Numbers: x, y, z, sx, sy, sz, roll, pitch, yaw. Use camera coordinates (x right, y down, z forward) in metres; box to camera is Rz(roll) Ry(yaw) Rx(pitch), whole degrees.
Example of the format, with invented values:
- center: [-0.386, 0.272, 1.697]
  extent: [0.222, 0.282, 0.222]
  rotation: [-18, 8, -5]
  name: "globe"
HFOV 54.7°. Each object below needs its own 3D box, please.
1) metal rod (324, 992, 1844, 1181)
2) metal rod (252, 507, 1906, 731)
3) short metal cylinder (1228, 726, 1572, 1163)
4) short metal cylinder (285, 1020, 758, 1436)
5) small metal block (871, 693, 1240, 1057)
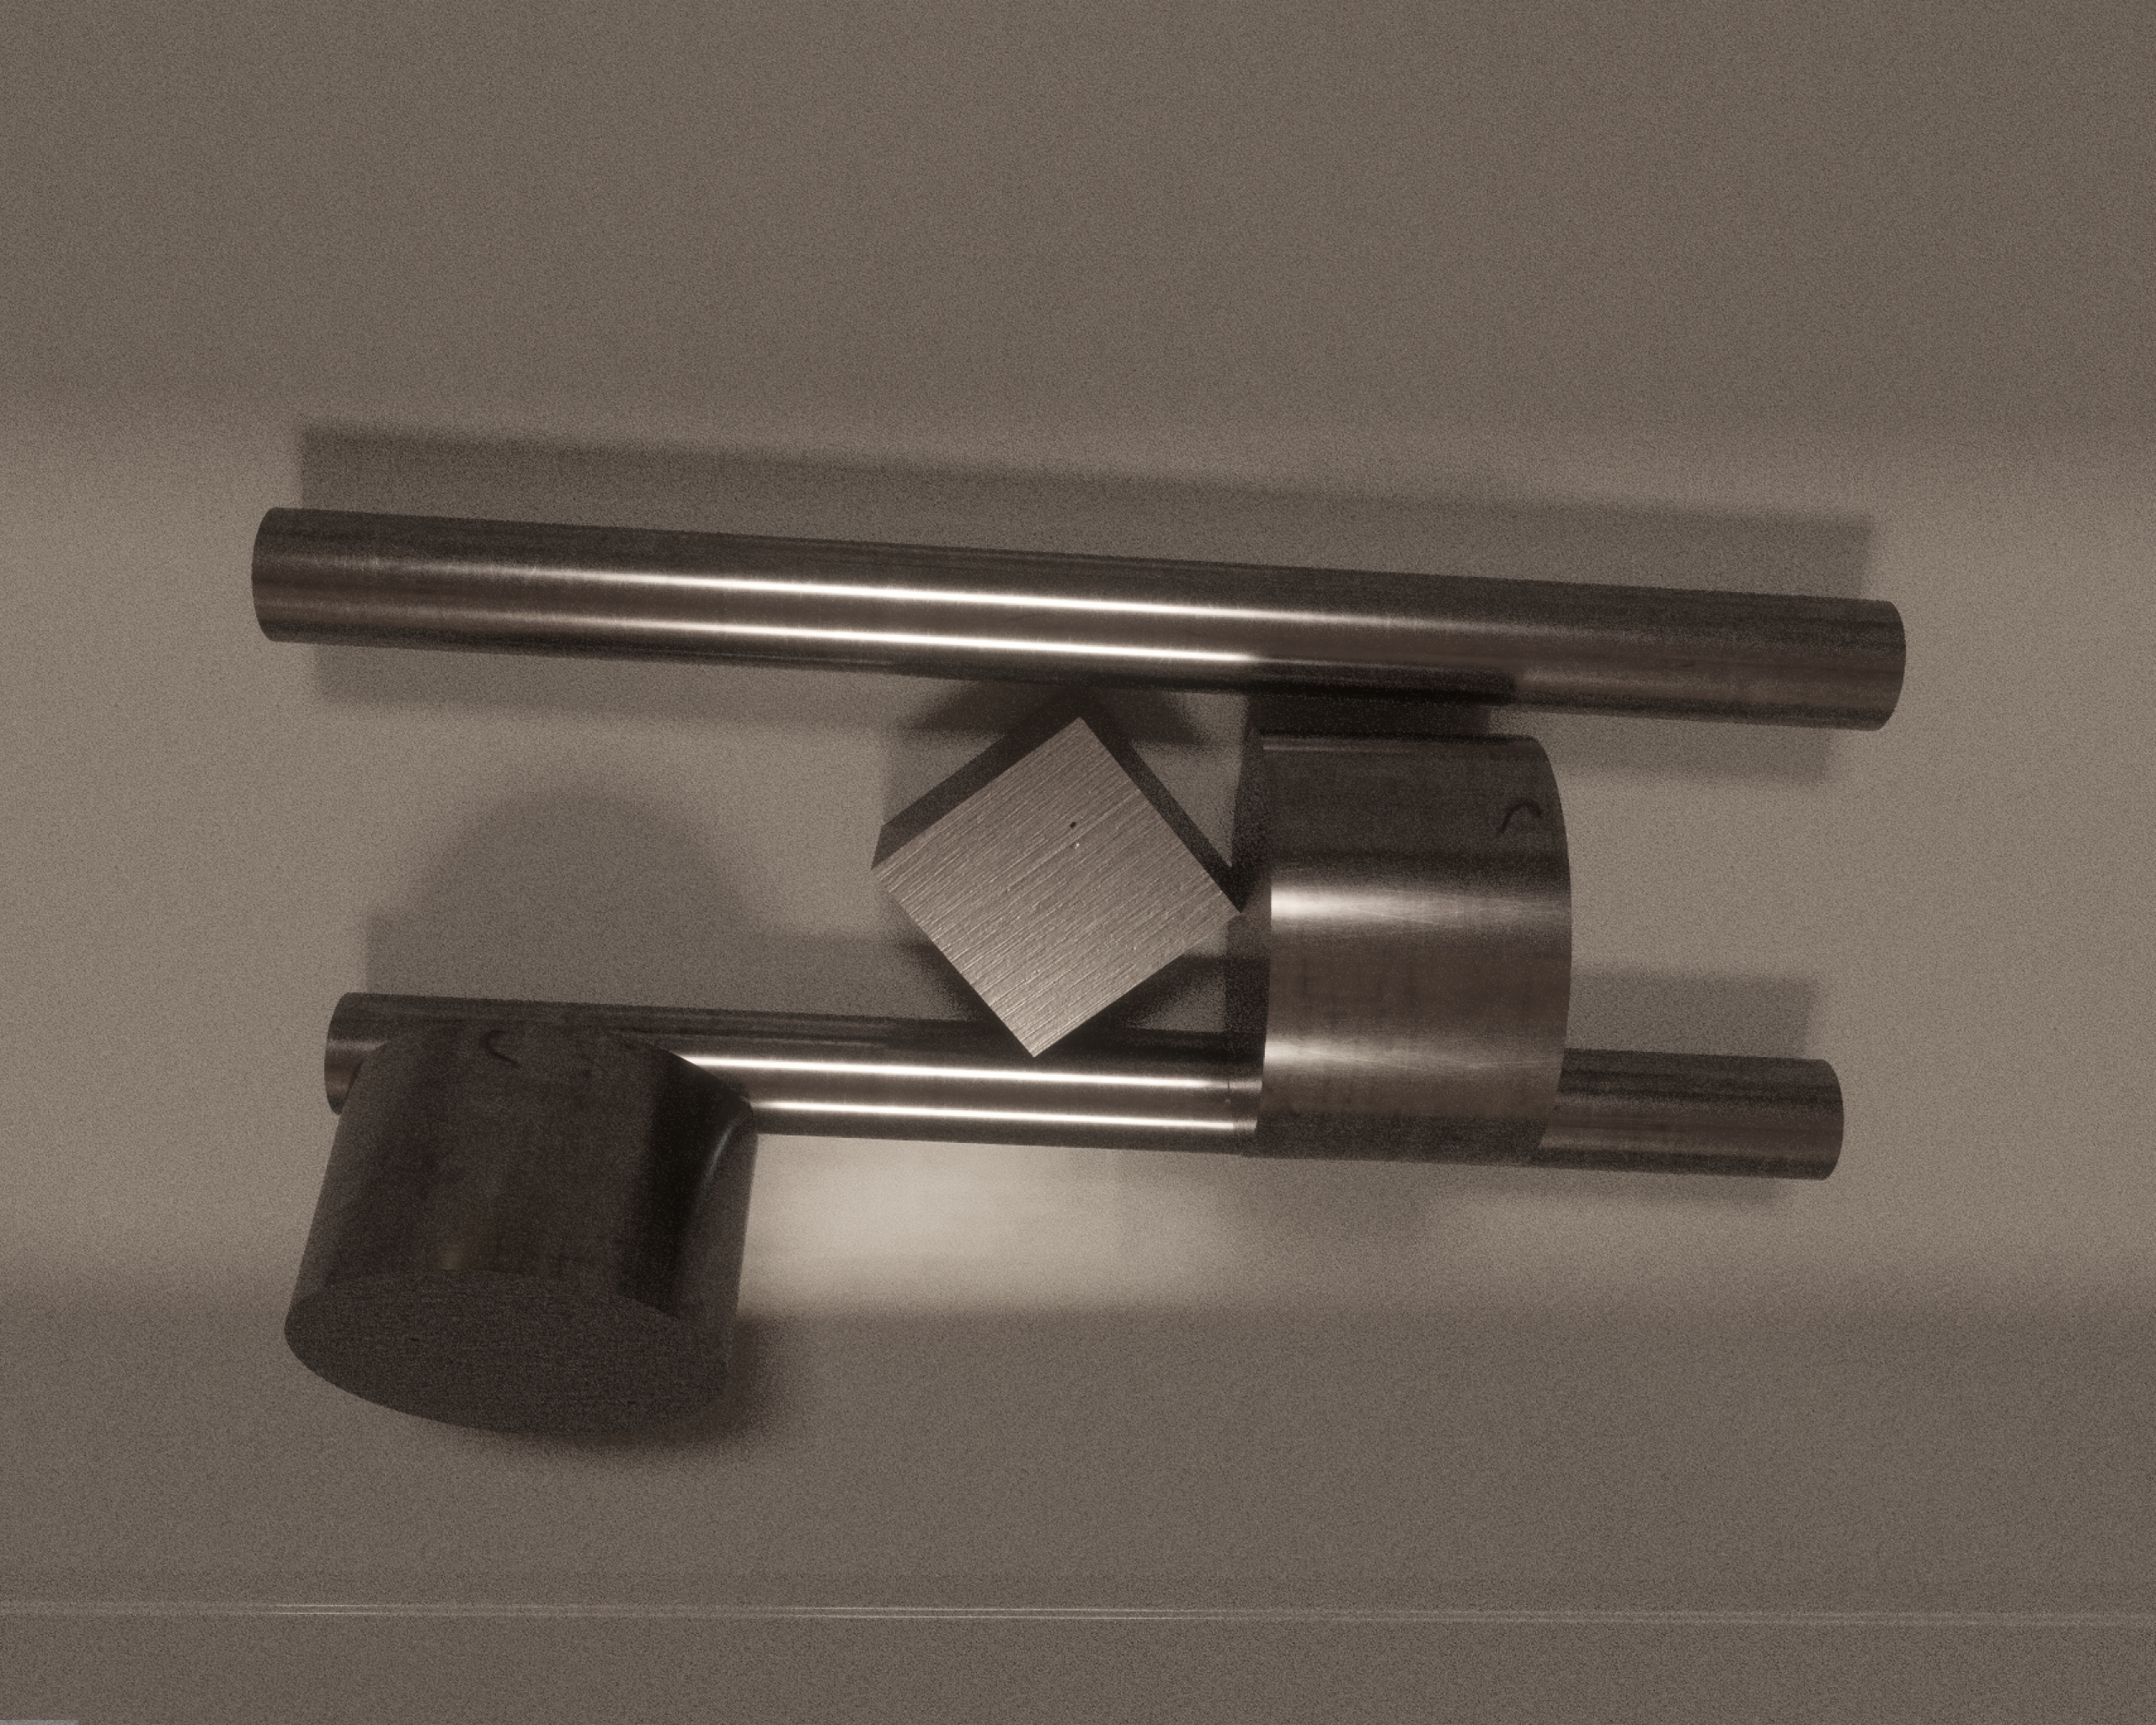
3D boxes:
- center: [0.003, 0.046, 0.426]
  extent: [0.302, 0.025, 0.025]
  rotation: [3, 110, -2]
  name: "metal rod"
- center: [0.002, -0.045, 0.392]
  extent: [0.302, 0.025, 0.025]
  rotation: [3, 110, -2]
  name: "metal rod"
- center: [0.057, 0.015, 0.387]
  extent: [0.050, 0.080, 0.079]
  rotation: [2, 110, -1]
  name: "short metal cylinder"
- center: [-0.105, 0.072, 0.403]
  extent: [0.081, 0.050, 0.080]
  rotation: [1, 144, 1]
  name: "short metal cylinder"
- center: [-0.004, 0.001, 0.410]
  extent: [0.050, 0.025, 0.050]
  rotation: [-36, 107, 12]
  name: "small metal block"
